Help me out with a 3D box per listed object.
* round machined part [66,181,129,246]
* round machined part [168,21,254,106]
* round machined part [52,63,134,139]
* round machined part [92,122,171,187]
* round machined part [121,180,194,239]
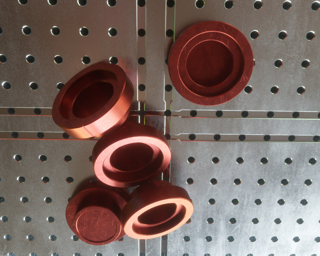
[{"bbox_3d":[-0.088,0.130,0.451,0.099,0.042,0.097,0,110,-1],"label":"round machined part"},{"bbox_3d":[0.059,-0.079,0.376,0.099,0.042,0.097,0,110,-1],"label":"round machined part"},{"bbox_3d":[-0.075,-0.028,0.370,0.098,0.098,0.042,-25,137,8],"label":"round machined part"},{"bbox_3d":[-0.038,0.030,0.401,0.099,0.042,0.097,-10,135,-10],"label":"round machined part"},{"bbox_3d":[-0.007,0.109,0.430,0.099,0.042,0.097,-13,136,-13],"label":"round machined part"}]
